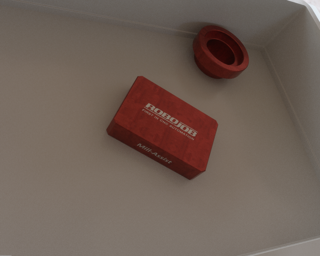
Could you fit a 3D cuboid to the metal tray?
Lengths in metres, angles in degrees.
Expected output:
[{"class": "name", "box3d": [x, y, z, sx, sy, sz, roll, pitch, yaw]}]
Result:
[{"class": "metal tray", "box3d": [0.007, -0.001, 0.409, 0.130, 0.030, 0.090, 30, 52, -9]}]

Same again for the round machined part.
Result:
[{"class": "round machined part", "box3d": [0.097, -0.123, 0.524, 0.099, 0.042, 0.098, 14, 56, -21]}]
